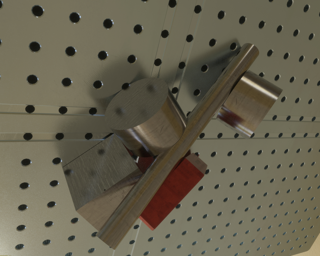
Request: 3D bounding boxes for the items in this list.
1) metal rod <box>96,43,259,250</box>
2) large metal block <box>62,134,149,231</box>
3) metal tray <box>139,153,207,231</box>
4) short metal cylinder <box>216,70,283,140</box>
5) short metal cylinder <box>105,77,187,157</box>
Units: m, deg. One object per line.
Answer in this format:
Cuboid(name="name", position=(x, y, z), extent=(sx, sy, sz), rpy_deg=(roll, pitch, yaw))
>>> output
Cuboid(name="metal rod", position=(0.033, 0.006, 0.365), extent=(0.301, 0.025, 0.025), rpy_deg=(-51, 132, -20))
Cuboid(name="large metal block", position=(-0.064, 0.064, 0.381), extent=(0.080, 0.080, 0.050), rpy_deg=(-34, 129, -6))
Cuboid(name="metal tray", position=(0.021, 0.079, 0.419), extent=(0.090, 0.030, 0.130), rpy_deg=(-48, 171, 6))
Cuboid(name="short metal cylinder", position=(0.120, -0.031, 0.418), extent=(0.080, 0.050, 0.080), rpy_deg=(-51, 166, -17))
Cuboid(name="short metal cylinder", position=(-0.016, -0.013, 0.360), extent=(0.080, 0.080, 0.050), rpy_deg=(-37, 130, -4))
